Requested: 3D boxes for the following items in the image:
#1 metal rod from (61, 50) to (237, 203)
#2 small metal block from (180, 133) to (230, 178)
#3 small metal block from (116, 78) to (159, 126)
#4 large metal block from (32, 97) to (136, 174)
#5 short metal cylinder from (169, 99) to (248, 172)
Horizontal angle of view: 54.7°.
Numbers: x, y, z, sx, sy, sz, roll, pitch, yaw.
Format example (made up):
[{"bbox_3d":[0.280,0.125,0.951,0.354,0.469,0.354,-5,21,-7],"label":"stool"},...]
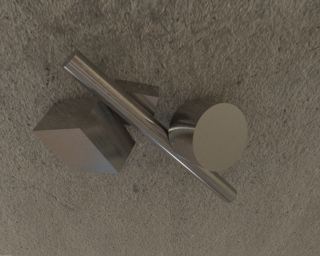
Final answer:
[{"bbox_3d":[0.006,0.015,0.389,0.025,0.025,0.300,-34,123,25],"label":"metal rod"},{"bbox_3d":[0.063,0.040,0.445,0.050,0.025,0.050,19,128,-16],"label":"small metal block"},{"bbox_3d":[-0.031,-0.029,0.384,0.050,0.025,0.050,9,130,-9],"label":"small metal block"},{"bbox_3d":[-0.090,0.011,0.379,0.080,0.050,0.080,-3,136,33],"label":"large metal block"},{"bbox_3d":[0.058,0.007,0.373,0.081,0.050,0.079,-6,103,-29],"label":"short metal cylinder"}]
